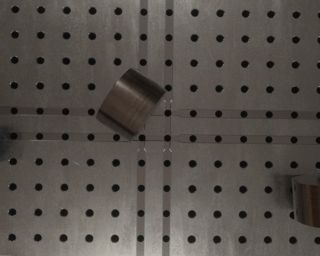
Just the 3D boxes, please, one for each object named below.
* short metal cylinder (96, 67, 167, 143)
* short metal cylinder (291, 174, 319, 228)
[{"bbox_3d":[-0.034,-0.028,0.385,0.050,0.080,0.080,35,90,-1],"label":"short metal cylinder"},{"bbox_3d":[0.210,0.089,0.389,0.081,0.080,0.050,-4,90,-1],"label":"short metal cylinder"}]
